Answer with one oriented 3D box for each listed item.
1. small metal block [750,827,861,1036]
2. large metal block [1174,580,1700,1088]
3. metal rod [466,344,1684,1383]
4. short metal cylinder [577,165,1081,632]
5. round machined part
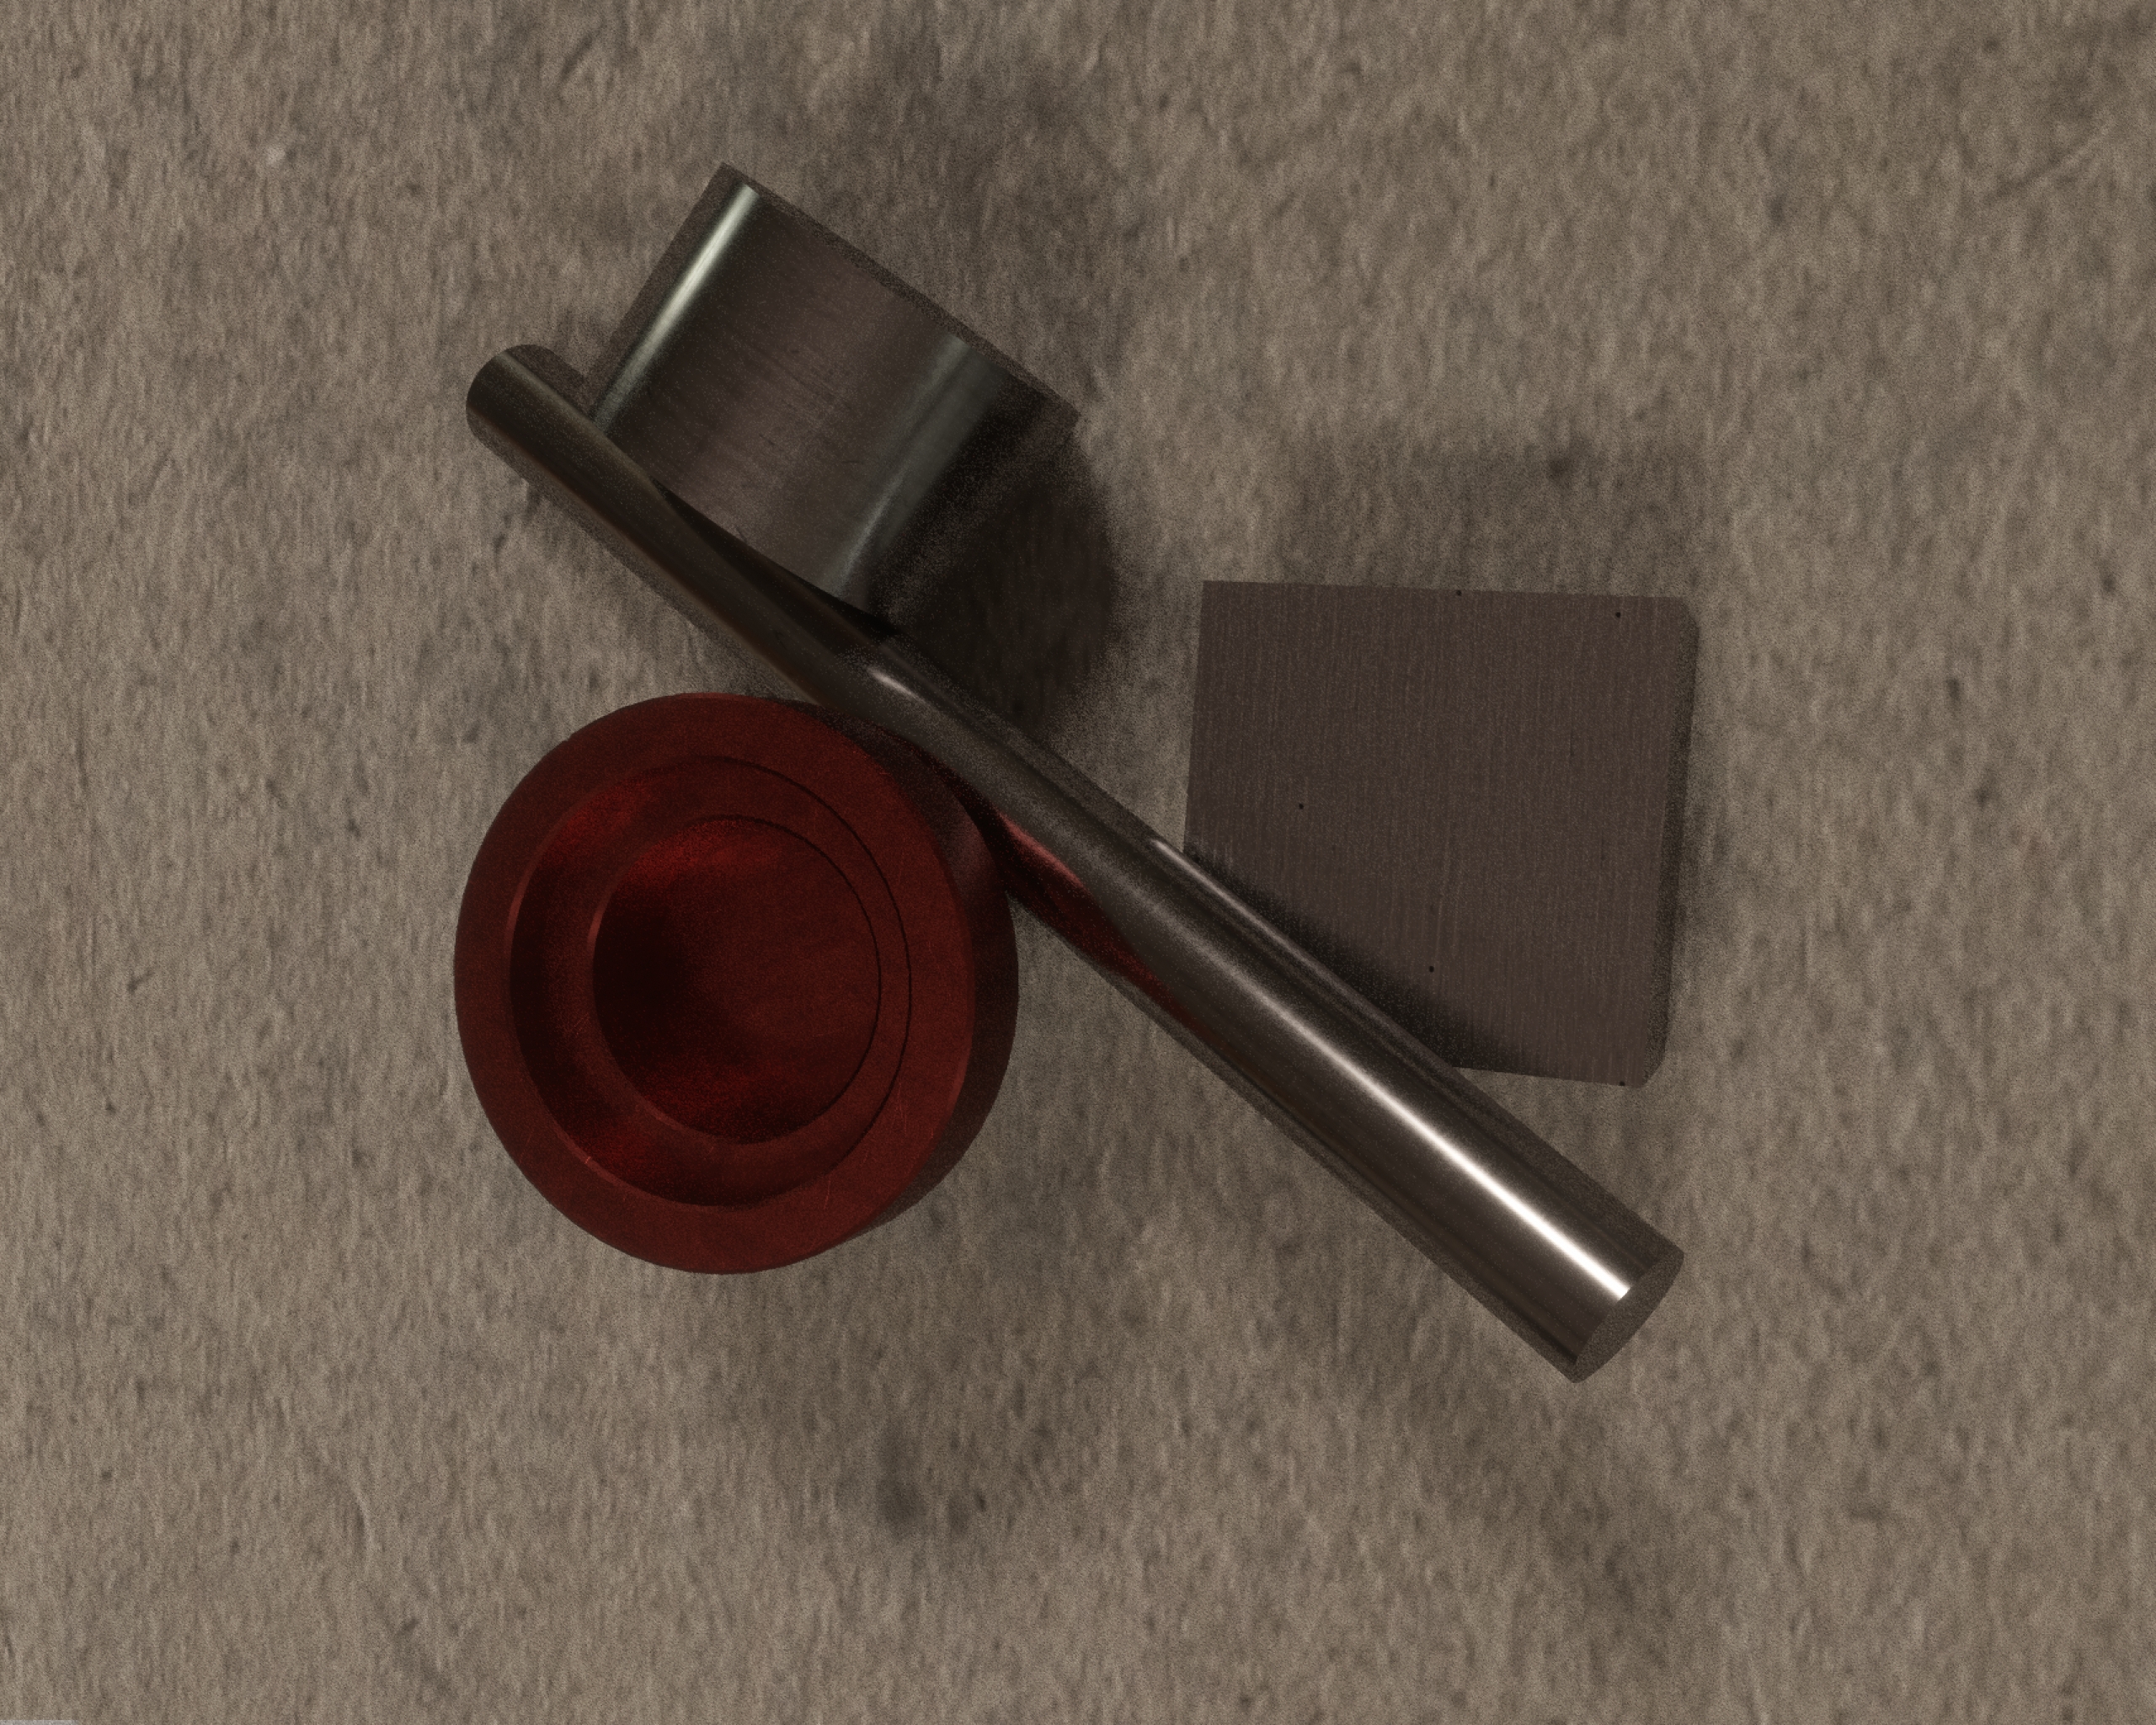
[{"bbox_3d":[-0.044,0.007,0.412,0.025,0.050,0.050,-2,89,20],"label":"small metal block"},{"bbox_3d":[0.065,-0.006,0.374,0.080,0.050,0.079,5,92,19],"label":"large metal block"},{"bbox_3d":[-0.021,-0.017,0.377,0.300,0.025,0.025,40,103,30],"label":"metal rod"},{"bbox_3d":[-0.047,-0.088,0.396,0.080,0.080,0.050,39,102,15],"label":"short metal cylinder"},{"bbox_3d":[-0.056,0.020,0.367,0.098,0.042,0.097,1,92,19],"label":"round machined part"}]
